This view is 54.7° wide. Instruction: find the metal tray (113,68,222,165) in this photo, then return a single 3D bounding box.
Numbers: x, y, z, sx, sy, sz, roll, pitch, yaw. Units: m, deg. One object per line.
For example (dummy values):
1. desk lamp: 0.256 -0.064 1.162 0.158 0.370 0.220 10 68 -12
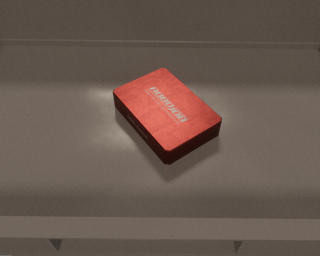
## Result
1. metal tray: 0.007 -0.022 0.420 0.091 0.030 0.130 -28 56 -22
